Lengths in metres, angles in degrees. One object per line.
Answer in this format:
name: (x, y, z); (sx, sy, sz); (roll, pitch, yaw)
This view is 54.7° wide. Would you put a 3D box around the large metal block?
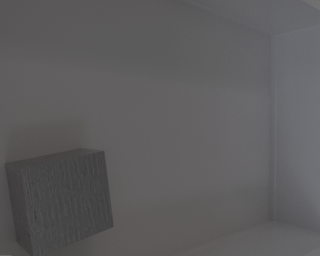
large metal block: (-0.098, 0.068, 0.308); (0.081, 0.050, 0.079); (-10, 97, -40)
